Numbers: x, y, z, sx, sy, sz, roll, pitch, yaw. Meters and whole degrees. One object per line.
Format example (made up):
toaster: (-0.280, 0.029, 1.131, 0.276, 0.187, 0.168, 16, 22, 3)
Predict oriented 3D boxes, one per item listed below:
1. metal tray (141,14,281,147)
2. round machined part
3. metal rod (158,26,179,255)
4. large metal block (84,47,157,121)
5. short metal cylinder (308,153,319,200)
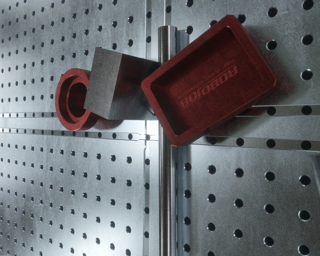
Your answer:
metal tray: (0.051, -0.048, 0.343, 0.130, 0.030, 0.090, -34, 74, 24)
round machined part: (-0.122, -0.044, 0.496, 0.098, 0.042, 0.097, 0, 90, 39)
metal rod: (0.011, 0.021, 0.398, 0.025, 0.025, 0.298, 0, 90, 39)
large metal block: (-0.045, -0.056, 0.409, 0.050, 0.081, 0.079, 23, 105, 37)
short metal cylinder: (0.164, 0.038, 0.238, 0.080, 0.081, 0.050, -19, 78, 38)
